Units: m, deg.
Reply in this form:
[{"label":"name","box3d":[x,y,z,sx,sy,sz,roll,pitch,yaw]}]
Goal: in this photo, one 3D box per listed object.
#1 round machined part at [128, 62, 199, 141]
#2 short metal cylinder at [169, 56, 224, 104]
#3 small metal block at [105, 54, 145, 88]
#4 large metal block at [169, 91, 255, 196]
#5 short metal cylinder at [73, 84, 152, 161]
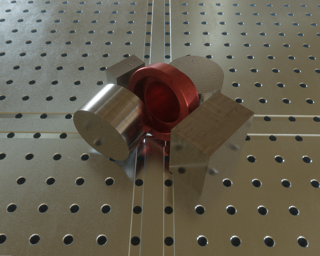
[{"label":"round machined part","box3d":[0.009,-0.036,0.391,0.098,0.097,0.042,34,45,24]},{"label":"short metal cylinder","box3d":[0.047,-0.058,0.440,0.081,0.050,0.080,0,50,0]},{"label":"small metal block","box3d":[-0.048,-0.071,0.450,0.050,0.050,0.025,-35,59,-26]},{"label":"large metal block","box3d":[0.057,0.018,0.358,0.050,0.080,0.080,36,58,26]},{"label":"short metal cylinder","box3d":[-0.057,-0.006,0.376,0.080,0.080,0.050,25,54,19]}]
